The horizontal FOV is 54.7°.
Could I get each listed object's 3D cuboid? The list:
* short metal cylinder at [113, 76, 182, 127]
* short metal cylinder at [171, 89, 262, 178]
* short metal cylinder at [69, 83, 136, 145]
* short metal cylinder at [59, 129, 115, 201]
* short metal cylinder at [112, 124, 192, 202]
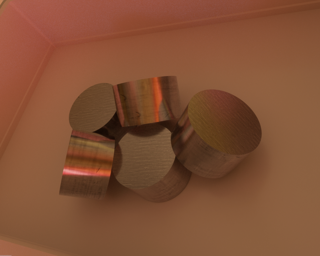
[{"bbox_3d":[-0.015,-0.033,0.385,0.080,0.080,0.050,-8,94,24],"label":"short metal cylinder"},{"bbox_3d":[0.058,0.006,0.327,0.081,0.050,0.080,11,52,-14],"label":"short metal cylinder"},{"bbox_3d":[-0.079,-0.016,0.436,0.080,0.050,0.080,-13,56,20],"label":"short metal cylinder"},{"bbox_3d":[-0.089,0.045,0.377,0.050,0.080,0.080,11,59,-14],"label":"short metal cylinder"},{"bbox_3d":[-0.009,0.041,0.366,0.080,0.050,0.080,-13,56,20],"label":"short metal cylinder"}]
